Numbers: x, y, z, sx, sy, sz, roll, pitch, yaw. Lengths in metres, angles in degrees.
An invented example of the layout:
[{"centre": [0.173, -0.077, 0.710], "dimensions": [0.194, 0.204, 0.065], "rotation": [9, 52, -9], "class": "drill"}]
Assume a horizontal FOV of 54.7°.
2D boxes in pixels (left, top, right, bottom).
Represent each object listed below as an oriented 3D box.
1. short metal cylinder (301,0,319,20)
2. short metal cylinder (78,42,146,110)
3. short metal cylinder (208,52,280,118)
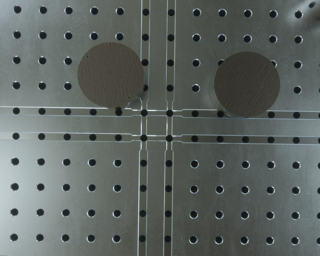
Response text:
[{"centre": [0.234, -0.186, 0.402], "dimensions": [0.081, 0.050, 0.079], "rotation": [0, 90, 0], "class": "short metal cylinder"}, {"centre": [-0.060, -0.065, 0.400], "dimensions": [0.081, 0.050, 0.079], "rotation": [0, 90, 0], "class": "short metal cylinder"}, {"centre": [0.106, -0.053, 0.401], "dimensions": [0.081, 0.050, 0.079], "rotation": [0, 90, 0], "class": "short metal cylinder"}]
